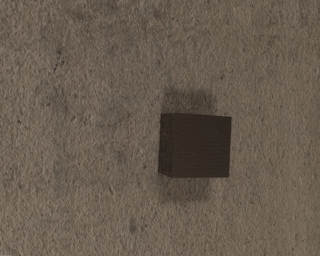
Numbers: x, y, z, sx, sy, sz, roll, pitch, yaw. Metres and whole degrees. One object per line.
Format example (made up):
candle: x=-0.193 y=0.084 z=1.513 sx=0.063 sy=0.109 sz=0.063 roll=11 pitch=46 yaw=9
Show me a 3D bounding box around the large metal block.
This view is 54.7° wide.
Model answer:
large metal block: x=0.046 y=0.023 z=0.414 sx=0.081 sy=0.050 sz=0.079 roll=3 pitch=89 yaw=-20
